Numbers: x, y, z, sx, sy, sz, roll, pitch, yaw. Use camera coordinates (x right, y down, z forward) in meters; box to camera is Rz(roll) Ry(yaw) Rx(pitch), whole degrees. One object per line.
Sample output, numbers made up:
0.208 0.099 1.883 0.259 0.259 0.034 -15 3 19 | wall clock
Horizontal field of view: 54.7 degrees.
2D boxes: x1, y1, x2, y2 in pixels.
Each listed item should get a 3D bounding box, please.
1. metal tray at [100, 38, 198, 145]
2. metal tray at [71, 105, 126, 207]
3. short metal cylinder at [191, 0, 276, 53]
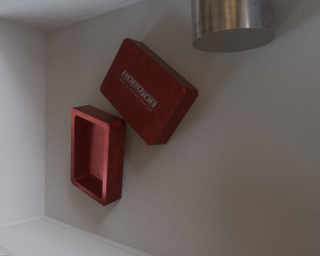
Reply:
-0.020 -0.050 0.418 0.130 0.030 0.089 46 117 29 | metal tray
-0.095 0.039 0.463 0.090 0.030 0.129 22 115 37 | metal tray
0.072 -0.111 0.310 0.080 0.081 0.050 -3 88 39 | short metal cylinder
